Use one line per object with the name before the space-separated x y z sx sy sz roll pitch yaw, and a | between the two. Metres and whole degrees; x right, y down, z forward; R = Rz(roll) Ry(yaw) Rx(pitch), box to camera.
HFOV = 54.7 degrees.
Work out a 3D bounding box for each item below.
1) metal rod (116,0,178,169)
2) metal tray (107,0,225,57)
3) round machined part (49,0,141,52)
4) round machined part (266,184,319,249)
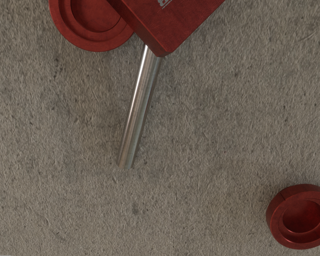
metal rod | -0.011 -0.075 0.356 0.025 0.025 0.298 14 119 -5
metal tray | 0.018 -0.149 0.322 0.130 0.030 0.090 -47 106 -13
round machined part | -0.069 -0.138 0.349 0.099 0.042 0.097 0 110 0
round machined part | 0.202 0.123 0.448 0.099 0.042 0.097 0 110 0
